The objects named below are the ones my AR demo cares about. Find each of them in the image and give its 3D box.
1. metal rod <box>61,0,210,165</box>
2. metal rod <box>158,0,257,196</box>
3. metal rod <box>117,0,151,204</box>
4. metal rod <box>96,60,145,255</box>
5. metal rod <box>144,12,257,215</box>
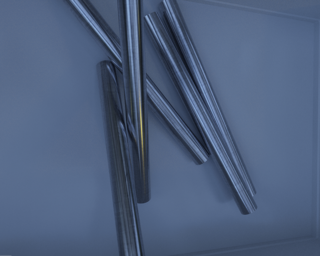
[{"bbox_3d":[-0.031,-0.066,0.384,0.025,0.025,0.300,-45,110,-15],"label":"metal rod"},{"bbox_3d":[0.070,-0.036,0.437,0.025,0.025,0.299,-28,99,-18],"label":"metal rod"},{"bbox_3d":[-0.027,-0.044,0.340,0.025,0.025,0.298,-11,117,-20],"label":"metal rod"},{"bbox_3d":[-0.040,0.058,0.330,0.025,0.025,0.299,-2,66,-20],"label":"metal rod"},{"bbox_3d":[0.056,-0.015,0.422,0.025,0.025,0.299,-30,97,-18],"label":"metal rod"}]
